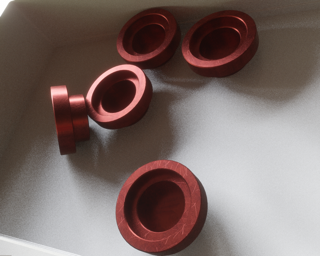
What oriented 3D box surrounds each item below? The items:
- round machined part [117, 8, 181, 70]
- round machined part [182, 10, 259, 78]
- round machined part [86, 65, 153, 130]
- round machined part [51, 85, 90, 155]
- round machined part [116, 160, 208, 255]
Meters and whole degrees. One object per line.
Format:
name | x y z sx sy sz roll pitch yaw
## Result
round machined part | -0.014 -0.131 0.477 0.098 0.042 0.098 -10 64 20
round machined part | 0.083 -0.107 0.416 0.098 0.042 0.098 -13 56 20
round machined part | -0.054 -0.040 0.446 0.098 0.042 0.098 -13 56 20
round machined part | -0.127 -0.013 0.442 0.042 0.097 0.098 -8 51 -17
round machined part | 0.005 0.087 0.338 0.098 0.042 0.098 -13 56 20
